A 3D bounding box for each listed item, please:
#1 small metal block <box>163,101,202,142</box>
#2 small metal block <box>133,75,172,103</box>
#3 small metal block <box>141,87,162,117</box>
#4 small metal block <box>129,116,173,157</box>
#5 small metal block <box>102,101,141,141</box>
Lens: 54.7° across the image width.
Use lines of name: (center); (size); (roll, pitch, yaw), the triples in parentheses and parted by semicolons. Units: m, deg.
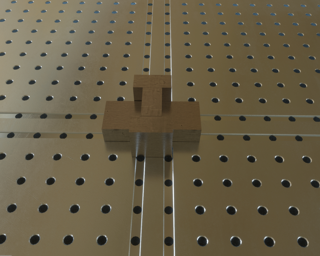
small metal block: (0.028, -0.009, 0.415); (0.050, 0.025, 0.050); (1, 50, 0)
small metal block: (-0.010, -0.046, 0.430); (0.050, 0.050, 0.025); (1, 50, 0)
small metal block: (-0.010, -0.018, 0.405); (0.025, 0.050, 0.050); (1, 50, 0)
small metal block: (-0.010, 0.011, 0.381); (0.050, 0.050, 0.025); (1, 50, 0)
small metal block: (-0.048, -0.010, 0.415); (0.050, 0.025, 0.050); (0, 50, 0)
